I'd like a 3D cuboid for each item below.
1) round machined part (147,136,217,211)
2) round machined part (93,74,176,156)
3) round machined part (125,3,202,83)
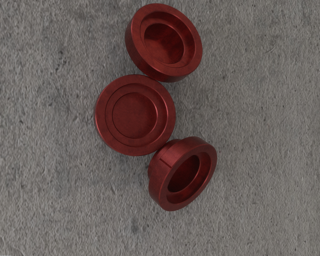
[{"bbox_3d":[0.023,0.053,0.392,0.099,0.042,0.097,-26,134,-31],"label":"round machined part"},{"bbox_3d":[-0.034,-0.015,0.387,0.099,0.042,0.097,0,89,-19],"label":"round machined part"},{"bbox_3d":[0.001,-0.102,0.390,0.099,0.042,0.098,9,70,-26],"label":"round machined part"}]
